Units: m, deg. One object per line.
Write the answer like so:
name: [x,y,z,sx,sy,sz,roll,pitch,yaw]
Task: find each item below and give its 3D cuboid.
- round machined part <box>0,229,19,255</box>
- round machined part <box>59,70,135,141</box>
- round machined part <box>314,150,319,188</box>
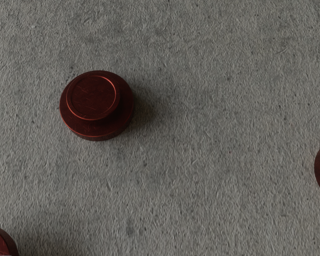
round machined part: [-0.204,0.157,0.340,0.099,0.042,0.098,0,70,0]
round machined part: [-0.084,-0.035,0.411,0.099,0.042,0.098,0,70,0]
round machined part: [0.249,0.052,0.382,0.099,0.042,0.098,0,70,0]
